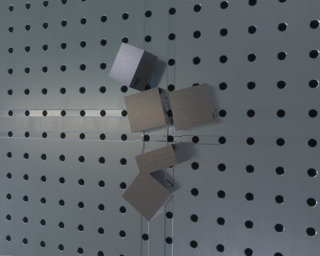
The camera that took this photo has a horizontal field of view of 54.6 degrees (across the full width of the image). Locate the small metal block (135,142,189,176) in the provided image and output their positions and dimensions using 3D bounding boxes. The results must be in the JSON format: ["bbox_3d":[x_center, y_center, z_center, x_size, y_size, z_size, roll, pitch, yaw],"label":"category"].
[{"bbox_3d":[0.004,0.039,0.398,0.050,0.050,0.025,-20,83,19],"label":"small metal block"}]

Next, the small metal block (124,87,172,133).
[{"bbox_3d":[-0.016,-0.023,0.419,0.050,0.025,0.050,-14,86,19],"label":"small metal block"}]

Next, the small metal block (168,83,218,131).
[{"bbox_3d":[0.043,-0.026,0.398,0.050,0.025,0.050,-12,86,19],"label":"small metal block"}]

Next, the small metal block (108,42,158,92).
[{"bbox_3d":[-0.037,-0.082,0.416,0.050,0.025,0.050,31,101,42],"label":"small metal block"}]

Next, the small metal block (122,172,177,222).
[{"bbox_3d":[-0.014,0.088,0.418,0.050,0.025,0.050,39,102,15],"label":"small metal block"}]
